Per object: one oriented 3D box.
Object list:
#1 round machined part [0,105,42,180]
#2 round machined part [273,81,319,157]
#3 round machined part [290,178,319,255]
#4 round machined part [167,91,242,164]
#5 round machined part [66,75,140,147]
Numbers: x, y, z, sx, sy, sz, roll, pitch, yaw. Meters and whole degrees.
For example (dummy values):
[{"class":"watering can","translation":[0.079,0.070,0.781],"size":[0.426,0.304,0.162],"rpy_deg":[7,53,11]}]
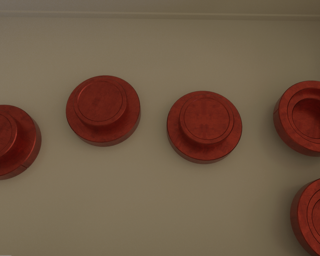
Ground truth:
[{"class":"round machined part","translation":[-0.208,0.014,0.394],"size":[0.099,0.042,0.098],"rpy_deg":[0,70,0]},{"class":"round machined part","translation":[0.197,-0.009,0.405],"size":[0.099,0.042,0.098],"rpy_deg":[0,70,0]},{"class":"round machined part","translation":[0.201,0.108,0.362],"size":[0.099,0.042,0.098],"rpy_deg":[0,70,0]},{"class":"round machined part","translation":[0.058,-0.005,0.403],"size":[0.099,0.042,0.098],"rpy_deg":[0,70,0]},{"class":"round machined part","translation":[-0.076,-0.027,0.410],"size":[0.099,0.042,0.098],"rpy_deg":[0,70,0]}]
